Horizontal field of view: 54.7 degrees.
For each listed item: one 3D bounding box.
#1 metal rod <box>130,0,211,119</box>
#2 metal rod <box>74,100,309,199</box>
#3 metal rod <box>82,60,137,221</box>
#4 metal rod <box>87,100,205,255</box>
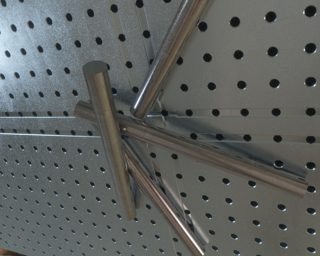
[{"bbox_3d":[0.032,-0.120,0.318,0.025,0.025,0.298,35,129,5],"label":"metal rod"},{"bbox_3d":[0.030,0.023,0.392,0.301,0.025,0.025,19,126,10],"label":"metal rod"},{"bbox_3d":[-0.060,0.042,0.423,0.025,0.025,0.298,16,139,19],"label":"metal rod"},{"bbox_3d":[-0.021,0.083,0.472,0.025,0.025,0.299,-26,105,37],"label":"metal rod"}]
